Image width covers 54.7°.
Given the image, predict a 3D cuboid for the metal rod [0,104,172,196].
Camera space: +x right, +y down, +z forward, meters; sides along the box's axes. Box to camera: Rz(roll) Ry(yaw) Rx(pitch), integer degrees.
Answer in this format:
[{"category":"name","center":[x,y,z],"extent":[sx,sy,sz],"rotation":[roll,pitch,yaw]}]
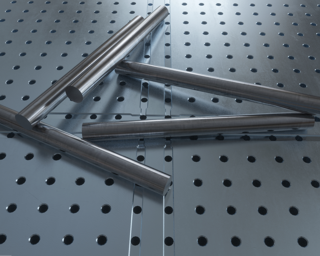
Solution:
[{"category":"metal rod","center":[-0.127,0.015,0.393],"extent":[0.301,0.025,0.025],"rotation":[21,53,16]}]

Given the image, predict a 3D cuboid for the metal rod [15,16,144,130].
[{"category":"metal rod","center":[-0.101,-0.101,0.473],"extent":[0.025,0.025,0.301],"rotation":[20,47,16]}]

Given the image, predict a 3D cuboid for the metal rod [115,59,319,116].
[{"category":"metal rod","center":[0.073,-0.062,0.443],"extent":[0.301,0.025,0.025],"rotation":[14,51,18]}]

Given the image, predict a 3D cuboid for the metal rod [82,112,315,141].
[{"category":"metal rod","center":[0.052,-0.002,0.410],"extent":[0.302,0.025,0.025],"rotation":[-3,50,-3]}]

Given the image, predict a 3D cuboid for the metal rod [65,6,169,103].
[{"category":"metal rod","center":[-0.051,-0.133,0.490],"extent":[0.025,0.025,0.301],"rotation":[17,43,14]}]
